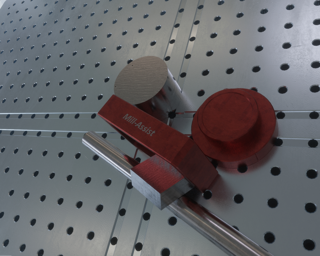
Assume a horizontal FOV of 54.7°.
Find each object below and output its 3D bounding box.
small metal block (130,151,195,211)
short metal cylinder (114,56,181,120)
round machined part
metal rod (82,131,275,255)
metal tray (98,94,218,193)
[{"bbox_3d":[0.003,0.055,0.343,0.050,0.025,0.050,-27,42,-32],"label":"small metal block"},{"bbox_3d":[-0.016,-0.053,0.433,0.080,0.050,0.080,-12,57,20],"label":"short metal cylinder"},{"bbox_3d":[0.082,-0.006,0.358,0.098,0.042,0.098,-13,56,21],"label":"round machined part"},{"bbox_3d":[0.002,0.074,0.361,0.300,0.025,0.025,29,78,37],"label":"metal rod"},{"bbox_3d":[-0.003,0.017,0.357,0.130,0.090,0.030,31,79,37],"label":"metal tray"}]
